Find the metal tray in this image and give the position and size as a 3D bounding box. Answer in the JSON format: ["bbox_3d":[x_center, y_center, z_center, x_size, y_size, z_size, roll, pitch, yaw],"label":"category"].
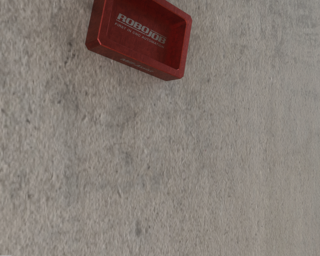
[{"bbox_3d":[-0.020,-0.120,0.385,0.131,0.030,0.090,15,80,-39],"label":"metal tray"}]
